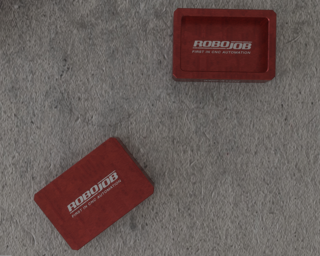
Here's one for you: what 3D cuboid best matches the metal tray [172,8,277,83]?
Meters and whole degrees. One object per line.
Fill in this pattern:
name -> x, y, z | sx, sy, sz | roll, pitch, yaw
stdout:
metal tray -> 0.082, -0.107, 0.407 | 0.131, 0.030, 0.089 | 1, 90, 0

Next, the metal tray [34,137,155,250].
metal tray -> -0.084, 0.084, 0.407 | 0.130, 0.030, 0.090 | -37, 90, 0
